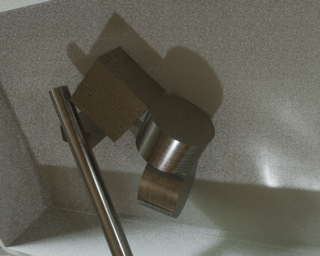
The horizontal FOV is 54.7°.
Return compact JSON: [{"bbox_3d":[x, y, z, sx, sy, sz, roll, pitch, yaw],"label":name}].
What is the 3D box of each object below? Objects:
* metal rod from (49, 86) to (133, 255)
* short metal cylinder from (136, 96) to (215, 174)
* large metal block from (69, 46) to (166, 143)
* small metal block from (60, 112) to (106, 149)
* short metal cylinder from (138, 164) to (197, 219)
[{"bbox_3d":[-0.079,0.088,0.404,0.025,0.025,0.299,-21,90,35],"label":"metal rod"},{"bbox_3d":[0.017,0.007,0.367,0.080,0.080,0.050,32,128,6],"label":"short metal cylinder"},{"bbox_3d":[-0.055,-0.041,0.394,0.080,0.050,0.080,44,129,-3],"label":"large metal block"},{"bbox_3d":[-0.105,0.001,0.447,0.050,0.050,0.025,12,124,21],"label":"small metal block"},{"bbox_3d":[0.011,0.072,0.411,0.050,0.080,0.079,18,125,17],"label":"short metal cylinder"}]
